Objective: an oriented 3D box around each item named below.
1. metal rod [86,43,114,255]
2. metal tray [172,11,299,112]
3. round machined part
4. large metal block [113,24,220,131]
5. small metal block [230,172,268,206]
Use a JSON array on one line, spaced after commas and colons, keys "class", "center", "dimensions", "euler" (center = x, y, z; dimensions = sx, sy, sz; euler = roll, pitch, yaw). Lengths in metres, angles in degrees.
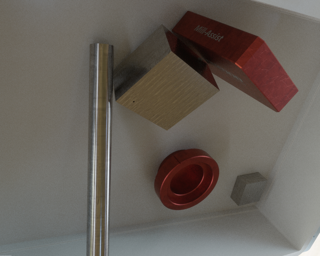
[{"class": "metal rod", "center": [-0.067, 0.061, 0.340], "dimensions": [0.025, 0.025, 0.298], "euler": [-1, 96, -28]}, {"class": "metal tray", "center": [0.077, -0.075, 0.338], "dimensions": [0.090, 0.130, 0.030], "euler": [35, 99, -39]}, {"class": "round machined part", "center": [0.036, 0.071, 0.463], "dimensions": [0.099, 0.042, 0.097], "euler": [-14, 125, -21]}, {"class": "large metal block", "center": [0.005, -0.053, 0.348], "dimensions": [0.080, 0.050, 0.080], "euler": [-38, 133, 25]}, {"class": "small metal block", "center": [0.163, 0.112, 0.570], "dimensions": [0.050, 0.025, 0.050], "euler": [-5, 121, -27]}]
